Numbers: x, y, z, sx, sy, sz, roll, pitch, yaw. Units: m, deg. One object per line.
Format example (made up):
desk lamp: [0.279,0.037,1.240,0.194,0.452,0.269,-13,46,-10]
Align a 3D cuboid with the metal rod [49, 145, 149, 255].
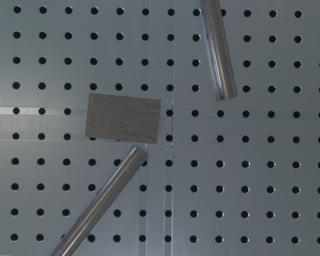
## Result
metal rod: [-0.116,0.149,0.412,0.025,0.025,0.300,37,90,0]

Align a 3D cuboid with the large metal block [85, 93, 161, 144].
large metal block: [-0.041,-0.011,0.385,0.080,0.080,0.050,6,90,0]

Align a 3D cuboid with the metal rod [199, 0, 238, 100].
metal rod: [0.063,-0.186,0.413,0.025,0.025,0.298,-11,90,0]
